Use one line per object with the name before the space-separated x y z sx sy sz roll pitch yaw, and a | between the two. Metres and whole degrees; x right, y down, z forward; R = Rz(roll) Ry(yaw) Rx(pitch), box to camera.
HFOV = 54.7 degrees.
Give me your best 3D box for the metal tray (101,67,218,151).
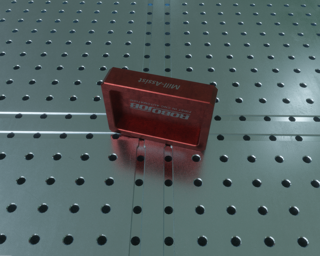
metal tray | -0.001 -0.021 0.383 0.131 0.089 0.030 12 51 9
